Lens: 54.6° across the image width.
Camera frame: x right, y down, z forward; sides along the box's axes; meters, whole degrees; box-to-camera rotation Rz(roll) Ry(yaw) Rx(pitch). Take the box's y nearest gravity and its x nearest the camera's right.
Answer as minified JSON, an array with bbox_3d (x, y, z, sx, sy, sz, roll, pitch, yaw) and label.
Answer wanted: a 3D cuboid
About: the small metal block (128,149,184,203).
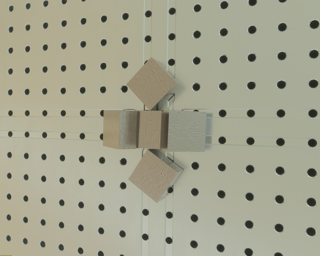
[{"bbox_3d":[-0.006,0.062,0.414,0.050,0.025,0.050,36,102,18],"label":"small metal block"}]

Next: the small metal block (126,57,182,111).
[{"bbox_3d":[-0.008,-0.058,0.416,0.050,0.025,0.050,-45,75,14],"label":"small metal block"}]

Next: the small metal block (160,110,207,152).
[{"bbox_3d":[0.029,0.004,0.388,0.050,0.025,0.050,2,91,-21],"label":"small metal block"}]

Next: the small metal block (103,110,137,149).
[{"bbox_3d":[-0.055,0.001,0.419,0.050,0.025,0.050,4,93,56],"label":"small metal block"}]

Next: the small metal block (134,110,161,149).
[{"bbox_3d":[-0.007,0.002,0.415,0.050,0.025,0.050,2,90,20],"label":"small metal block"}]
